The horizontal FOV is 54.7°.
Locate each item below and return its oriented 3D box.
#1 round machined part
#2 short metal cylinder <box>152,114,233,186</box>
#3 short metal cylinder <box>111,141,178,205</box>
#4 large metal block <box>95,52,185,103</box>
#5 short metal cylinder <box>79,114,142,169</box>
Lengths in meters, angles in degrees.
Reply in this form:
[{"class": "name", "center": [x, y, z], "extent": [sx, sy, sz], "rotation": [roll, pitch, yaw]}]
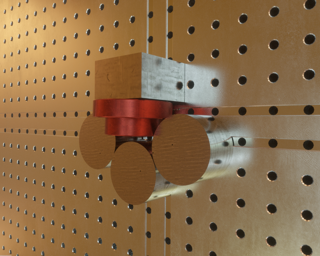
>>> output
[{"class": "round machined part", "center": [-0.034, -0.012, 0.388], "extent": [0.098, 0.099, 0.042], "rotation": [3, 91, 40]}, {"class": "short metal cylinder", "center": [0.037, 0.024, 0.363], "extent": [0.080, 0.050, 0.079], "rotation": [0, 90, 40]}, {"class": "short metal cylinder", "center": [-0.019, 0.057, 0.410], "extent": [0.080, 0.050, 0.079], "rotation": [0, 90, 40]}, {"class": "large metal block", "center": [-0.025, -0.059, 0.394], "extent": [0.080, 0.081, 0.050], "rotation": [1, 91, 40]}, {"class": "short metal cylinder", "center": [-0.073, 0.018, 0.454], "extent": [0.080, 0.050, 0.079], "rotation": [0, 90, 40]}]
